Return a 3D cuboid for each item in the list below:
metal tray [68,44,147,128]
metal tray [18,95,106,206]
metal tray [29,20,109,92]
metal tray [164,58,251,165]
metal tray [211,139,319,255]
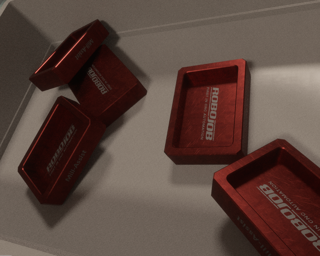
[{"bbox_3d":[-0.090,-0.069,0.490,0.090,0.030,0.130,-40,51,0],"label":"metal tray"},{"bbox_3d":[-0.140,0.030,0.434,0.090,0.030,0.130,34,95,38],"label":"metal tray"},{"bbox_3d":[-0.152,-0.123,0.523,0.090,0.030,0.130,-5,46,44],"label":"metal tray"},{"bbox_3d":[0.061,-0.020,0.381,0.090,0.030,0.130,-3,60,26],"label":"metal tray"},{"bbox_3d":[0.119,0.075,0.271,0.091,0.030,0.130,-24,48,-19],"label":"metal tray"}]
